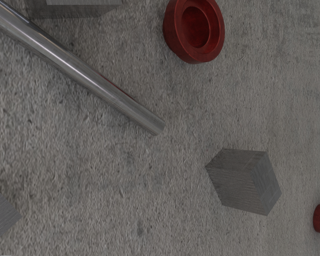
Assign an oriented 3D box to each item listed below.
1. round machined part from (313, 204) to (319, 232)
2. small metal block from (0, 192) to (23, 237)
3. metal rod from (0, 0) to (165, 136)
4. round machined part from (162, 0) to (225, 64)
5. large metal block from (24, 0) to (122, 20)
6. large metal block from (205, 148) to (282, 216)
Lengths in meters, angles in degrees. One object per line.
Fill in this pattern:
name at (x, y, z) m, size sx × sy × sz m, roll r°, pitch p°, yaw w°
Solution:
round machined part at (0.394, 0.215, 0.725) m, size 0.099 × 0.042 × 0.097 m, roll 0°, pitch 90°, yaw -40°
small metal block at (-0.161, 0.076, 0.270) m, size 0.050 × 0.025 × 0.050 m, roll -45°, pitch 117°, yaw -31°
metal rod at (-0.103, -0.073, 0.317) m, size 0.301 × 0.025 × 0.025 m, roll 36°, pitch 68°, yaw -34°
round machined part at (0.042, -0.137, 0.429) m, size 0.099 × 0.042 × 0.097 m, roll 0°, pitch 90°, yaw -40°
large metal block at (-0.093, -0.157, 0.310) m, size 0.081 × 0.050 × 0.079 m, roll -19°, pitch 102°, yaw -38°
large metal block at (0.128, 0.080, 0.477) m, size 0.050 × 0.080 × 0.080 m, roll -40°, pitch 115°, yaw -33°
